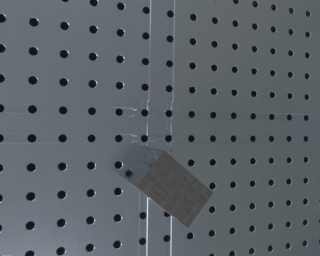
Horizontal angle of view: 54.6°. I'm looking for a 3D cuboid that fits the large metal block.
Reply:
[{"bbox_3d":[0.005,0.069,0.385,0.080,0.080,0.050,42,77,-15],"label":"large metal block"}]
